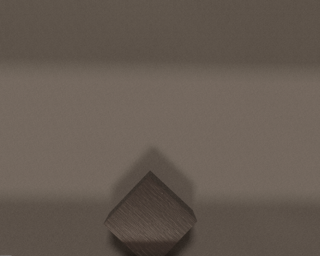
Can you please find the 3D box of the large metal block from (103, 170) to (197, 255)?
[{"bbox_3d":[-0.012,0.114,0.399,0.080,0.050,0.080,43,90,-1],"label":"large metal block"}]
